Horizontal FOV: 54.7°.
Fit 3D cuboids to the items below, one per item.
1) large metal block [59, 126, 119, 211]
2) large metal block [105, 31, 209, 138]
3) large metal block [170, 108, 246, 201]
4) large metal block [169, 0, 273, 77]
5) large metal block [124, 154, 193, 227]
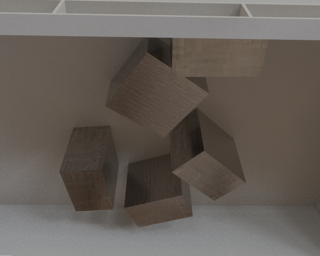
[{"bbox_3d":[-0.090,0.054,0.418,0.050,0.080,0.079,-3,130,2],"label":"large metal block"},{"bbox_3d":[-0.004,-0.047,0.353,0.080,0.050,0.080,29,124,-23],"label":"large metal block"},{"bbox_3d":[0.060,0.034,0.403,0.080,0.080,0.050,37,121,-27],"label":"large metal block"},{"bbox_3d":[0.051,-0.091,0.296,0.081,0.080,0.050,0,130,0],"label":"large metal block"},{"bbox_3d":[-0.002,0.088,0.448,0.080,0.080,0.050,-15,129,12],"label":"large metal block"}]
